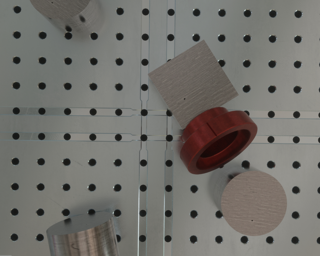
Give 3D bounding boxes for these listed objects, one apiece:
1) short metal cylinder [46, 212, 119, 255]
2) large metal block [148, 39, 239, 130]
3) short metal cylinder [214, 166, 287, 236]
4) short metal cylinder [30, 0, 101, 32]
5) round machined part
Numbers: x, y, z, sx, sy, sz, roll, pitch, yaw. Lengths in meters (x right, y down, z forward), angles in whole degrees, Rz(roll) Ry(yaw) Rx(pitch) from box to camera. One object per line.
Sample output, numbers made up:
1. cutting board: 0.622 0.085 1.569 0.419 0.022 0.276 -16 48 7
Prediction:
1. short metal cylinder: -0.095 0.142 0.385 0.080 0.080 0.050 -10 90 0
2. large metal block: 0.041 -0.053 0.401 0.080 0.050 0.080 -32 90 0
3. short metal cylinder: 0.115 0.092 0.402 0.081 0.050 0.079 0 90 0
4. short metal cylinder: -0.121 -0.171 0.400 0.081 0.050 0.079 0 90 0
5. round machined part: 0.067 0.012 0.384 0.098 0.098 0.042 -32 60 0
